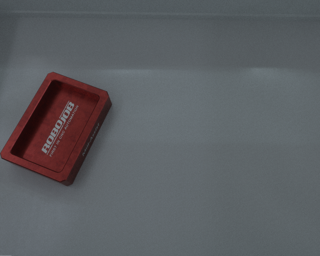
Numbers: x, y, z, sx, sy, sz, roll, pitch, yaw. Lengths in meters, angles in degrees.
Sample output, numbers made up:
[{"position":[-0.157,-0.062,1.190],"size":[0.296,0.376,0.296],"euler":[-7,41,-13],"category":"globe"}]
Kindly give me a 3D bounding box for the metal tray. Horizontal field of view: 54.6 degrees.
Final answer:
[{"position":[-0.131,-0.001,0.406],"size":[0.090,0.030,0.130],"euler":[21,71,7],"category":"metal tray"}]
